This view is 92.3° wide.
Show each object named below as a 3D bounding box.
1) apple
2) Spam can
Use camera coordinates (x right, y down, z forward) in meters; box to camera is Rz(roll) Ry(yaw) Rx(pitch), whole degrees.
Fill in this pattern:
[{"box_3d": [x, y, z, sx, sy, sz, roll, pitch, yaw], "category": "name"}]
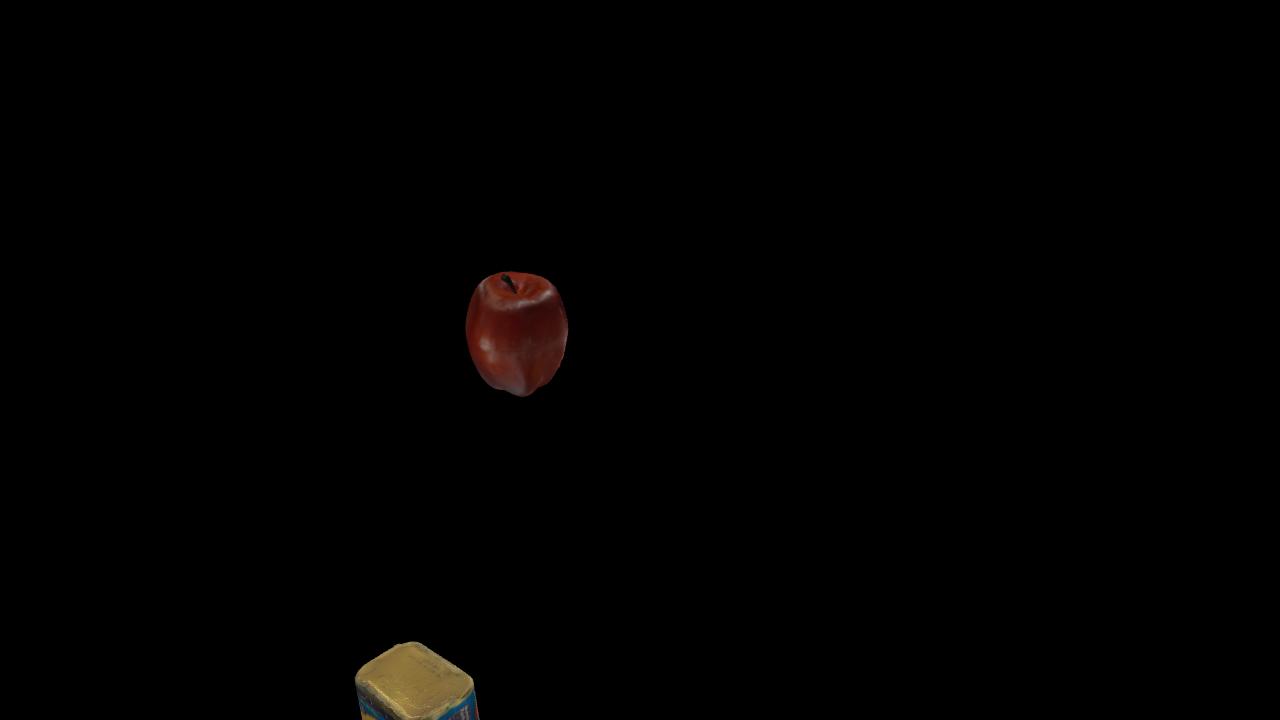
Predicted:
[{"box_3d": [-0.093, -0.022, 0.459, 0.079, 0.093, 0.079, 1, 31, -1], "category": "apple"}, {"box_3d": [-0.157, 0.264, 0.440, 0.101, 0.085, 0.058, 2, 12, 41], "category": "Spam can"}]
